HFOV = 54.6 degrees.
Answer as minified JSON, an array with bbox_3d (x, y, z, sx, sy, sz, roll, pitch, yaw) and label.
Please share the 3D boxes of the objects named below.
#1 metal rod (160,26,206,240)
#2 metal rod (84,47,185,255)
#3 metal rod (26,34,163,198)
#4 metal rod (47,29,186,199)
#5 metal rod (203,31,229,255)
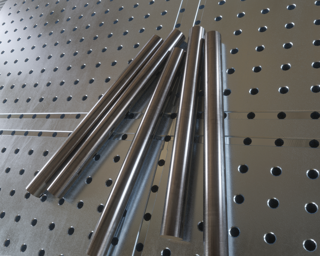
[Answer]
[{"bbox_3d":[0.034,-0.014,0.400,0.025,0.025,0.300,-5,59,26],"label":"metal rod"},{"bbox_3d":[-0.023,0.018,0.411,0.025,0.025,0.300,8,66,32],"label":"metal rod"},{"bbox_3d":[-0.092,-0.023,0.471,0.025,0.025,0.300,31,79,38],"label":"metal rod"},{"bbox_3d":[-0.059,-0.027,0.457,0.025,0.025,0.300,29,77,37],"label":"metal rod"},{"bbox_3d":[0.065,-0.002,0.376,0.025,0.025,0.300,-9,57,23],"label":"metal rod"}]
